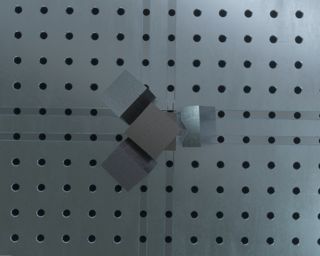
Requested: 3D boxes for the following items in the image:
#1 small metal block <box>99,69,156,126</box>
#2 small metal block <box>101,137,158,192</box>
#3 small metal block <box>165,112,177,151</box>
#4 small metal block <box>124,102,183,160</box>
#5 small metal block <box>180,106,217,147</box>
[{"bbox_3d":[-0.042,-0.040,0.401,0.050,0.025,0.050,-47,54,0],"label":"small metal block"},{"bbox_3d":[-0.040,0.047,0.400,0.050,0.025,0.050,45,127,0],"label":"small metal block"},{"bbox_3d":[-0.004,0.003,0.413,0.050,0.025,0.050,2,93,0],"label":"small metal block"},{"bbox_3d":[-0.008,0.004,0.388,0.050,0.025,0.050,41,89,-1],"label":"small metal block"},{"bbox_3d":[0.051,-0.002,0.398,0.025,0.050,0.050,-3,90,33],"label":"small metal block"}]
